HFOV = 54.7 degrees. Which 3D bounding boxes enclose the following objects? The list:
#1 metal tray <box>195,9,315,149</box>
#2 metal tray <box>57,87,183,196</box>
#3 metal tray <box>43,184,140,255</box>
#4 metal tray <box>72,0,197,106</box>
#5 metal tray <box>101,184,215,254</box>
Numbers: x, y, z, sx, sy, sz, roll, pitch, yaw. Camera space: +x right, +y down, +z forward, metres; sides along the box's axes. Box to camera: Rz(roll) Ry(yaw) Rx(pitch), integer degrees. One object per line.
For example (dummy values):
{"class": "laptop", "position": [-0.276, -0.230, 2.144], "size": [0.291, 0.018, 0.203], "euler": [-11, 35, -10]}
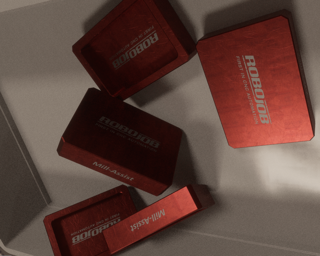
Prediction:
{"class": "metal tray", "position": [0.101, -0.044, 0.324], "size": [0.090, 0.030, 0.129], "euler": [-9, 114, 32]}
{"class": "metal tray", "position": [-0.042, 0.015, 0.371], "size": [0.131, 0.090, 0.030], "euler": [25, 137, -11]}
{"class": "metal tray", "position": [-0.097, 0.153, 0.470], "size": [0.030, 0.131, 0.090], "euler": [112, 136, -68]}
{"class": "metal tray", "position": [-0.033, -0.092, 0.364], "size": [0.130, 0.030, 0.090], "euler": [-26, 105, 36]}
{"class": "metal tray", "position": [0.001, 0.117, 0.405], "size": [0.130, 0.090, 0.030], "euler": [-31, 71, 12]}
